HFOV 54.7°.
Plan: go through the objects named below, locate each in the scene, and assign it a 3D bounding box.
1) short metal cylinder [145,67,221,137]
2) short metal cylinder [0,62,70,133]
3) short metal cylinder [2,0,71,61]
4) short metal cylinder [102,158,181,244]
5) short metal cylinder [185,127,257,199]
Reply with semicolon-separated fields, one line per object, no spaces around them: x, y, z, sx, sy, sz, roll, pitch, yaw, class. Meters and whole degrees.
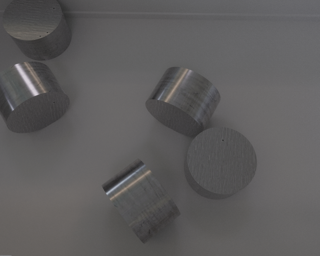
0.029;-0.032;0.392;0.080;0.080;0.050;28;73;9;short metal cylinder
-0.164;-0.038;0.393;0.080;0.080;0.050;-33;74;-11;short metal cylinder
-0.175;-0.145;0.448;0.081;0.050;0.080;0;70;0;short metal cylinder
-0.022;0.081;0.350;0.050;0.080;0.080;-36;74;-12;short metal cylinder
0.072;0.044;0.380;0.081;0.050;0.080;0;70;0;short metal cylinder
